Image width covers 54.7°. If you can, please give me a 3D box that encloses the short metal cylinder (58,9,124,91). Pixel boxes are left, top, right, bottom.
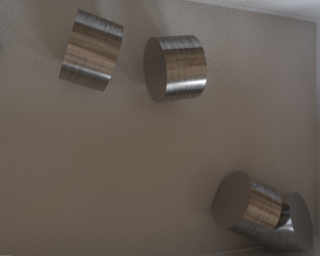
[{"bbox_3d":[-0.079,-0.087,0.352,0.050,0.080,0.080,16,85,-19],"label":"short metal cylinder"}]

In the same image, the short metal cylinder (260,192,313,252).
[{"bbox_3d":[0.178,0.135,0.444,0.080,0.050,0.080,24,57,-43],"label":"short metal cylinder"}]

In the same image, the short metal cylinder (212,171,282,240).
[{"bbox_3d":[0.117,0.105,0.424,0.050,0.080,0.080,26,81,-18],"label":"short metal cylinder"}]

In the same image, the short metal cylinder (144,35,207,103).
[{"bbox_3d":[0.016,-0.074,0.387,0.050,0.080,0.080,-9,93,-20],"label":"short metal cylinder"}]
